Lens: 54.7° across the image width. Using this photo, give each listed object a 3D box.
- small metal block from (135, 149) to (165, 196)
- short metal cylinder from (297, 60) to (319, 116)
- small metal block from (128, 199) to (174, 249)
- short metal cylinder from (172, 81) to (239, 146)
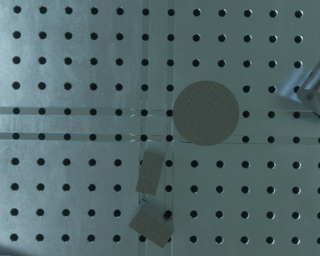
[{"bbox_3d":[-0.012,0.055,0.401,0.025,0.050,0.050,13,90,0],"label":"small metal block"},{"bbox_3d":[0.222,-0.045,0.387,0.080,0.080,0.050,36,90,0],"label":"short metal cylinder"},{"bbox_3d":[-0.011,0.122,0.401,0.050,0.050,0.025,33,90,0],"label":"small metal block"},{"bbox_3d":[0.056,-0.018,0.401,0.081,0.050,0.080,0,90,0],"label":"short metal cylinder"}]
